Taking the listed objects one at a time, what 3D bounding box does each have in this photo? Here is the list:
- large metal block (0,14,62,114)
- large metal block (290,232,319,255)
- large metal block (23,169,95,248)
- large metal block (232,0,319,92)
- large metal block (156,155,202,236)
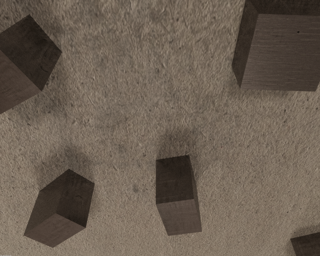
[{"bbox_3d":[-0.158,-0.061,0.317,0.080,0.080,0.050,-24,126,18],"label":"large metal block"},{"bbox_3d":[0.312,0.251,0.609,0.080,0.050,0.080,-20,128,16],"label":"large metal block"},{"bbox_3d":[-0.152,0.123,0.473,0.080,0.080,0.050,-36,122,26],"label":"large metal block"},{"bbox_3d":[0.126,-0.086,0.320,0.081,0.050,0.079,1,130,-2],"label":"large metal block"},{"bbox_3d":[0.027,0.099,0.456,0.050,0.080,0.080,-10,130,8],"label":"large metal block"}]
